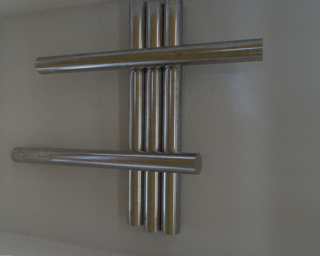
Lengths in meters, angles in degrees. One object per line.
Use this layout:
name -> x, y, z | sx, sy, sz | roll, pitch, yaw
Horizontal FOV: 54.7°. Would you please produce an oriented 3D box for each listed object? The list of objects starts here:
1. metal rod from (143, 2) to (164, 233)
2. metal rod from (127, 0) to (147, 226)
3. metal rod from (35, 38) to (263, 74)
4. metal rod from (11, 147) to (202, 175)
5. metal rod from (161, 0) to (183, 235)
metal rod -> -0.008, -0.014, 0.412 | 0.025, 0.025, 0.298 | 1, 90, 20
metal rod -> -0.031, -0.019, 0.421 | 0.025, 0.025, 0.298 | 1, 90, 20
metal rod -> -0.028, -0.088, 0.392 | 0.301, 0.025, 0.025 | 0, 90, 20
metal rod -> -0.090, 0.042, 0.422 | 0.300, 0.025, 0.025 | 0, 90, 27
metal rod -> 0.016, -0.014, 0.403 | 0.025, 0.025, 0.298 | 1, 90, 20
